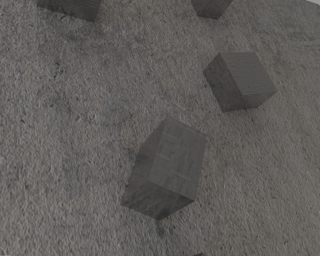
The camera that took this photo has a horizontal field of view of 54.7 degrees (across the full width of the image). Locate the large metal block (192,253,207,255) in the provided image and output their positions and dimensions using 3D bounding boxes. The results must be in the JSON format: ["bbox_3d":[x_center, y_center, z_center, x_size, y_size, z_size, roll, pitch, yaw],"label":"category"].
[{"bbox_3d":[0.020,0.168,0.277,0.050,0.080,0.080,40,51,-1],"label":"large metal block"}]

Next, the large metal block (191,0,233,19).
[{"bbox_3d":[0.099,-0.267,0.585,0.050,0.080,0.080,-4,64,-30],"label":"large metal block"}]

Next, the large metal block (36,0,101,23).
[{"bbox_3d":[-0.120,-0.203,0.428,0.081,0.080,0.050,10,58,-23],"label":"large metal block"}]

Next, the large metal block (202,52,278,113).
[{"bbox_3d":[0.129,-0.076,0.503,0.081,0.050,0.080,-9,66,-32],"label":"large metal block"}]

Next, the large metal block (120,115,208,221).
[{"bbox_3d":[0.004,0.046,0.342,0.050,0.080,0.080,26,53,-12],"label":"large metal block"}]
